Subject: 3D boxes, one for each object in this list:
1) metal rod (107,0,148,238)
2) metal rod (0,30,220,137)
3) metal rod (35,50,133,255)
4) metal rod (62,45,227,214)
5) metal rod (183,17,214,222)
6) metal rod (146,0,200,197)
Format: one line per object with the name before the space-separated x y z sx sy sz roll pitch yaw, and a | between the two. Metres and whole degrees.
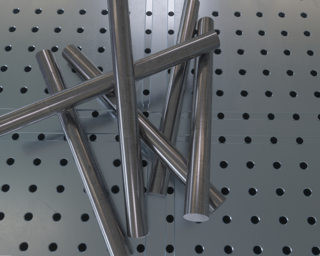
metal rod | -0.039 -0.023 0.368 0.025 0.025 0.298 -5 90 -2
metal rod | -0.064 -0.058 0.392 0.301 0.025 0.025 -23 72 -7
metal rod | -0.105 0.023 0.402 0.025 0.025 0.299 -23 72 -8
metal rod | -0.034 -0.012 0.396 0.025 0.025 0.300 -40 67 -13
metal rod | 0.053 -0.035 0.388 0.025 0.025 0.300 6 56 2
metal rod | 0.023 -0.056 0.432 0.025 0.025 0.299 10 70 3
